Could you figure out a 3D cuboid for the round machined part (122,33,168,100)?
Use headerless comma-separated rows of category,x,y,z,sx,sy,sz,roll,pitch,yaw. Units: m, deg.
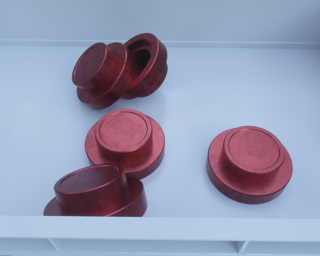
round machined part,-0.028,-0.083,0.443,0.098,0.042,0.098,-22,52,31

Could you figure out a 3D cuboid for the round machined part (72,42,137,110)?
round machined part,-0.082,-0.078,0.425,0.098,0.042,0.098,-22,52,31

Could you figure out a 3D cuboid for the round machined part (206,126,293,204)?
round machined part,0.106,0.036,0.365,0.099,0.042,0.098,0,50,0

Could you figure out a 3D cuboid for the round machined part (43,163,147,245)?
round machined part,-0.065,0.067,0.305,0.099,0.042,0.098,-10,13,3

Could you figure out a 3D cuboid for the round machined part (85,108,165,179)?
round machined part,-0.043,0.014,0.382,0.099,0.042,0.098,0,50,0
